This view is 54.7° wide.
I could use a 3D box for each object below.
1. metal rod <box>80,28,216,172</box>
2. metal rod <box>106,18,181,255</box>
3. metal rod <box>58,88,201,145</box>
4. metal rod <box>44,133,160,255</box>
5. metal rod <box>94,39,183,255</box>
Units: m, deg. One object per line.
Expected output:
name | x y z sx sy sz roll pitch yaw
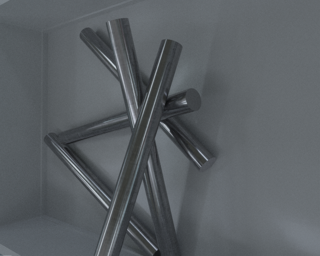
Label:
metal rod | -0.032 -0.055 0.433 0.300 0.025 0.025 48 119 29
metal rod | -0.016 0.027 0.366 0.025 0.025 0.298 -2 105 40
metal rod | -0.065 -0.007 0.438 0.299 0.025 0.025 -13 82 46
metal rod | -0.103 0.093 0.491 0.300 0.025 0.025 36 112 34
metal rod | -0.030 0.049 0.327 0.025 0.025 0.299 11 81 39
